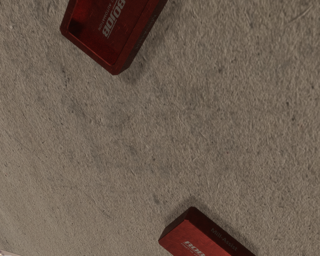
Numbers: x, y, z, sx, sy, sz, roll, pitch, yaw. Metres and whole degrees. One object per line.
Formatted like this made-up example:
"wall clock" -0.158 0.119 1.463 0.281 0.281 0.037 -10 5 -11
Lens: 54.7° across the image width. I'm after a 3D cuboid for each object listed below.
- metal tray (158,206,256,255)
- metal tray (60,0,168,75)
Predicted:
"metal tray" 0.073 0.191 0.482 0.130 0.030 0.089 39 129 1
"metal tray" -0.051 -0.135 0.345 0.090 0.030 0.129 39 129 1
